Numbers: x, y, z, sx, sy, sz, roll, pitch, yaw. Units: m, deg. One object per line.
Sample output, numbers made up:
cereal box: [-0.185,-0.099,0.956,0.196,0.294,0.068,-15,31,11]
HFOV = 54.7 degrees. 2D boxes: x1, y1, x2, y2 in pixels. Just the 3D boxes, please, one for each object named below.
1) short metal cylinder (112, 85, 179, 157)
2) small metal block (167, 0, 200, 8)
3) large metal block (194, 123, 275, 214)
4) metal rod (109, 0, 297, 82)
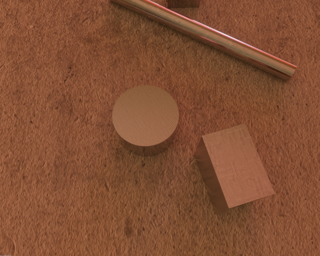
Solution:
short metal cylinder: [-0.017,-0.008,0.398,0.081,0.050,0.080,0,70,0]
small metal block: [0.036,-0.218,0.488,0.050,0.025,0.050,-2,70,-1]
large metal block: [0.081,0.051,0.361,0.050,0.080,0.080,-16,71,-6]
metal rod: [0.055,-0.145,0.461,0.301,0.025,0.025,27,72,9]
